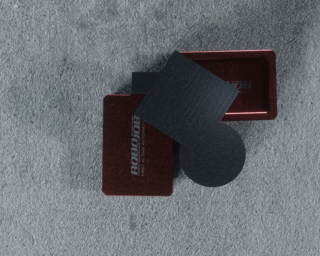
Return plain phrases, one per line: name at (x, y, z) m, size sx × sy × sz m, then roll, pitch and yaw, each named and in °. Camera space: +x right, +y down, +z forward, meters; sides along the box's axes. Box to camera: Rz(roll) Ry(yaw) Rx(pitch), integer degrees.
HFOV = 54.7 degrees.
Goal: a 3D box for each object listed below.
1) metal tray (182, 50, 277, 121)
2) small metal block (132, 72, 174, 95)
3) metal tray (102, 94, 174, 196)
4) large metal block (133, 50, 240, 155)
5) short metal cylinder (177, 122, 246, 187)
metal tray at (0.084, -0.054, 0.409) m, size 0.131 × 0.030 × 0.089 m, roll -2°, pitch 90°, yaw 0°
small metal block at (-0.009, -0.055, 0.399) m, size 0.050 × 0.050 × 0.025 m, roll 1°, pitch 90°, yaw 0°
metal tray at (-0.028, 0.022, 0.409) m, size 0.091 × 0.030 × 0.129 m, roll 1°, pitch 90°, yaw 0°
large metal block at (0.028, -0.027, 0.347) m, size 0.080 × 0.050 × 0.080 m, roll 33°, pitch 90°, yaw 0°
short metal cylinder at (0.064, 0.032, 0.399) m, size 0.080 × 0.050 × 0.080 m, roll 0°, pitch 90°, yaw 0°
